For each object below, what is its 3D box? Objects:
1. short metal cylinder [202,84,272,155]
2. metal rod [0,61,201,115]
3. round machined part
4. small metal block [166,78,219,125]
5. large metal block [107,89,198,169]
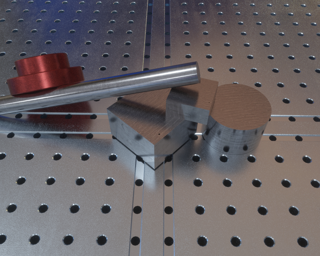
[{"bbox_3d":[0.097,-0.012,0.403,0.081,0.050,0.080,0,50,0],"label":"short metal cylinder"},{"bbox_3d":[-0.101,-0.044,0.387,0.301,0.025,0.025,-7,48,16],"label":"metal rod"},{"bbox_3d":[-0.157,-0.076,0.423,0.099,0.042,0.098,-10,12,2],"label":"round machined part"},{"bbox_3d":[0.039,-0.036,0.370,0.050,0.025,0.050,15,51,11],"label":"small metal block"},{"bbox_3d":[-0.008,-0.009,0.396,0.080,0.050,0.080,36,58,26],"label":"large metal block"}]
